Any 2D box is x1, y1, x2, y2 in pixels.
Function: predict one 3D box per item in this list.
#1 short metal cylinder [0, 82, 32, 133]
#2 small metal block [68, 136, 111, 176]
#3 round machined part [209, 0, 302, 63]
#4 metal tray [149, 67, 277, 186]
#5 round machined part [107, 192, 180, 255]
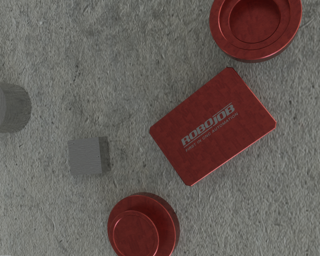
[{"bbox_3d":[-0.250,-0.032,0.482,0.080,0.050,0.079,0,90,19],"label":"short metal cylinder"},{"bbox_3d":[-0.101,0.040,0.443,0.050,0.025,0.050,-7,88,19],"label":"small metal block"},{"bbox_3d":[0.110,-0.124,0.361,0.098,0.042,0.097,0,90,19],"label":"round machined part"},{"bbox_3d":[0.063,0.000,0.384,0.130,0.030,0.090,-38,78,15],"label":"metal tray"},{"bbox_3d":[-0.027,0.138,0.408,0.098,0.042,0.097,0,90,19],"label":"round machined part"}]
